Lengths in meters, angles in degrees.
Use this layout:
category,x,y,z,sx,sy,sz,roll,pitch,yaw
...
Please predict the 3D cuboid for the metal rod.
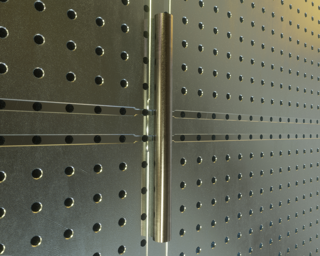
category,x,y,z,sx,sy,sz,roll,pitch,yaw
metal rod,0.004,-0.001,0.414,0.025,0.025,0.298,1,90,-40
